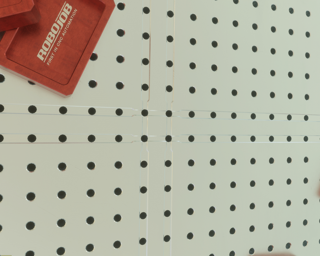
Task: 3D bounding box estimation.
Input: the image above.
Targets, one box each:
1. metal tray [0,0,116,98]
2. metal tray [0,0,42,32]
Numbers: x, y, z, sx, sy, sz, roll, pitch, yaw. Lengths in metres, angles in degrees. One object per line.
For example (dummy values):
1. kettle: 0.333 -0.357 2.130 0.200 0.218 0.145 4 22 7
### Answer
1. metal tray: -0.121 -0.112 0.365 0.090 0.030 0.130 26 81 -18
2. metal tray: -0.201 -0.140 0.315 0.131 0.030 0.090 -18 87 -9
